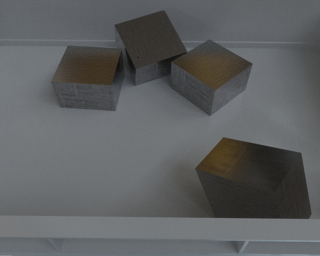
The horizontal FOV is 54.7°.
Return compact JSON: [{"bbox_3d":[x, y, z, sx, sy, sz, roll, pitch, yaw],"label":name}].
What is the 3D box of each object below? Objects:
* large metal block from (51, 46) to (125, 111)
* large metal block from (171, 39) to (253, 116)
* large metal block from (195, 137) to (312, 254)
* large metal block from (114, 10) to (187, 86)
[{"bbox_3d":[-0.100,-0.073,0.449,0.080,0.050,0.080,4,50,3],"label":"large metal block"},{"bbox_3d":[0.073,-0.076,0.453,0.080,0.050,0.080,-35,59,-26],"label":"large metal block"},{"bbox_3d":[0.091,0.062,0.300,0.080,0.080,0.050,12,45,46],"label":"large metal block"},{"bbox_3d":[-0.016,-0.122,0.472,0.081,0.050,0.080,-22,73,-13],"label":"large metal block"}]
